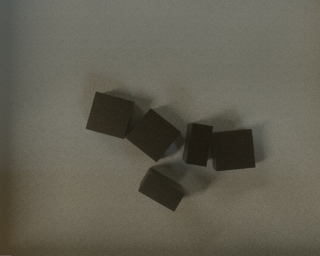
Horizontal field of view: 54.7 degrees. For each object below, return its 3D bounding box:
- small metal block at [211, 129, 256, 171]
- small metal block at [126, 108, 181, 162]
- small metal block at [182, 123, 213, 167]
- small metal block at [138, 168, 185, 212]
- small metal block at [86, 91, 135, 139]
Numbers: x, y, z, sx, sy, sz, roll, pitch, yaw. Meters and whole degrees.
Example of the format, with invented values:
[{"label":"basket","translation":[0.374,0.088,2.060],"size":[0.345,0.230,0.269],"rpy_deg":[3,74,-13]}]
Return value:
[{"label":"small metal block","translation":[0.096,0.028,0.410],"size":[0.050,0.025,0.050],"rpy_deg":[-6,90,-1]},{"label":"small metal block","translation":[-0.008,0.009,0.409],"size":[0.050,0.025,0.050],"rpy_deg":[39,90,-1]},{"label":"small metal block","translation":[0.047,0.020,0.398],"size":[0.025,0.050,0.050],"rpy_deg":[10,90,-1]},{"label":"small metal block","translation":[0.002,0.077,0.397],"size":[0.050,0.050,0.025],"rpy_deg":[30,91,-1]},{"label":"small metal block","translation":[-0.064,-0.016,0.408],"size":[0.050,0.025,0.050],"rpy_deg":[15,90,-1]}]
